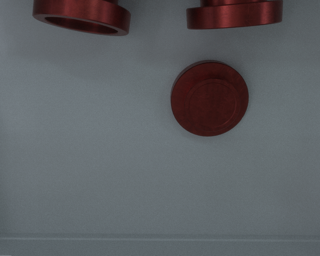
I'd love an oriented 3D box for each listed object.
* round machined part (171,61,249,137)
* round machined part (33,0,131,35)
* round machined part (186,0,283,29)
[{"bbox_3d":[0.063,-0.034,0.390,0.099,0.042,0.097,0,110,0],"label":"round machined part"},{"bbox_3d":[-0.079,-0.129,0.326,0.099,0.098,0.042,8,98,-3],"label":"round machined part"},{"bbox_3d":[0.077,-0.130,0.325,0.099,0.098,0.042,-5,110,1],"label":"round machined part"}]
